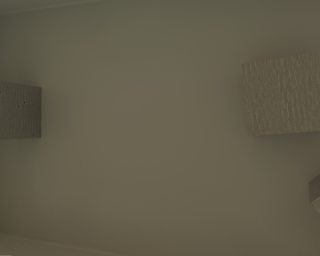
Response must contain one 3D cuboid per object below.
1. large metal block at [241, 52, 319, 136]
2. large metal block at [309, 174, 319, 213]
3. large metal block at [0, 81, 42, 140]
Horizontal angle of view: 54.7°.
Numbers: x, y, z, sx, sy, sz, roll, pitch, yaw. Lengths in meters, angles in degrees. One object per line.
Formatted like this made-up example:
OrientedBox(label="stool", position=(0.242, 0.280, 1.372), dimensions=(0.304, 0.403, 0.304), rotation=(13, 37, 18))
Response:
OrientedBox(label="large metal block", position=(0.139, -0.034, 0.348), dimensions=(0.080, 0.050, 0.080), rotation=(-5, 88, 20))
OrientedBox(label="large metal block", position=(0.199, 0.080, 0.308), dimensions=(0.080, 0.080, 0.050), rotation=(49, 111, 13))
OrientedBox(label="large metal block", position=(-0.225, -0.024, 0.461), dimensions=(0.050, 0.080, 0.080), rotation=(1, 90, 20))
